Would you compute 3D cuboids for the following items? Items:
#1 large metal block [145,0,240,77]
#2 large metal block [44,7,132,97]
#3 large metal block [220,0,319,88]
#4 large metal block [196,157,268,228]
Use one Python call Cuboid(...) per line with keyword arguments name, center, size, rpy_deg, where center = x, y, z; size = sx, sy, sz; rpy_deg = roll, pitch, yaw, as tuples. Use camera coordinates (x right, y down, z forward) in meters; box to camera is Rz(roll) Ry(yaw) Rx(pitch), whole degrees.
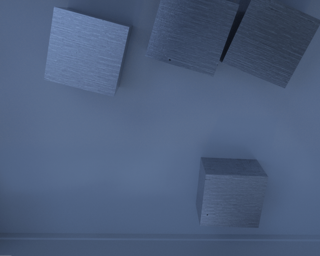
Cuboid(name="large metal block", center=(0.033, -0.113, 0.357), size=(0.080, 0.050, 0.079), rpy_deg=(15, 109, -6))
Cuboid(name="large metal block", center=(-0.082, -0.090, 0.364), size=(0.081, 0.050, 0.079), rpy_deg=(14, 109, -6))
Cuboid(name="large metal block", center=(0.121, -0.103, 0.362), size=(0.080, 0.050, 0.079), rpy_deg=(20, 109, -8))
Cuboid(name="large metal block", center=(0.096, 0.089, 0.432), size=(0.081, 0.050, 0.079), rpy_deg=(2, 110, -2))
